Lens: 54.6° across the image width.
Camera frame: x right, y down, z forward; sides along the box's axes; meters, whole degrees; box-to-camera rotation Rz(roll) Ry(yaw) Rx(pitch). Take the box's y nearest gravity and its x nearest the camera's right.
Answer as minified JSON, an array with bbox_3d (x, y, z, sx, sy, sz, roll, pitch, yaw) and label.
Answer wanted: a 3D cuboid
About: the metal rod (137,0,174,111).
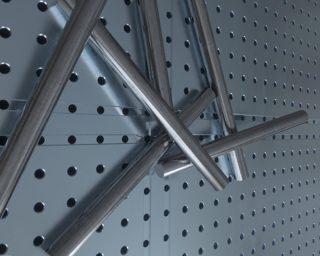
[{"bbox_3d":[-0.016,-0.156,0.394,0.025,0.025,0.298,-15,100,-39],"label":"metal rod"}]

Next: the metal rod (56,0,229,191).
[{"bbox_3d":[-0.008,-0.031,0.375,0.300,0.025,0.025,50,61,-20],"label":"metal rod"}]

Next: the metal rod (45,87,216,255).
[{"bbox_3d":[-0.018,0.042,0.393,0.301,0.025,0.025,-45,117,-30],"label":"metal rod"}]

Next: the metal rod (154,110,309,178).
[{"bbox_3d":[0.126,0.017,0.480,0.302,0.025,0.025,-16,101,-29],"label":"metal rod"}]

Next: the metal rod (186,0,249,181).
[{"bbox_3d":[0.093,-0.055,0.485,0.025,0.025,0.299,-29,108,-36],"label":"metal rod"}]

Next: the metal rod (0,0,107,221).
[{"bbox_3d":[-0.108,-0.034,0.295,0.025,0.025,0.299,30,78,-36],"label":"metal rod"}]
